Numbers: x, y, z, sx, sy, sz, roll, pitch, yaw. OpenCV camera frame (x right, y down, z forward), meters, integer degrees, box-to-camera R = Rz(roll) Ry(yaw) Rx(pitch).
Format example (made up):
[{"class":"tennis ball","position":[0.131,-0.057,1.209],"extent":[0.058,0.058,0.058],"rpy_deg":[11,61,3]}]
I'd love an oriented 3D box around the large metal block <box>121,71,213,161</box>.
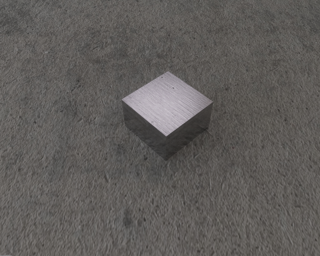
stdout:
[{"class":"large metal block","position":[0.009,-0.018,0.402],"extent":[0.080,0.050,0.080],"rpy_deg":[-36,59,-26]}]
